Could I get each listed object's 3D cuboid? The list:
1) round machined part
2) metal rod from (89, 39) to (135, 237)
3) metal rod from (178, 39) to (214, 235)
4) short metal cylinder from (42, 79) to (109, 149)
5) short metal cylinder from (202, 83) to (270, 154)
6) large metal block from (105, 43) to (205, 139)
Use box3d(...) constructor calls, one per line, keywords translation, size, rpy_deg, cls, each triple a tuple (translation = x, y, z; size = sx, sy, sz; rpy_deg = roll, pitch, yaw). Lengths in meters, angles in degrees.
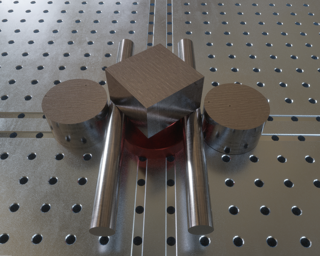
box3d(translation=(-0.007, -0.011, 0.406), size=(0.099, 0.042, 0.098), rpy_deg=(0, 50, 0), cls="round machined part")
box3d(translation=(-0.054, -0.015, 0.393), size=(0.025, 0.025, 0.300), rpy_deg=(0, 50, 0), cls="metal rod")
box3d(translation=(0.040, -0.016, 0.394), size=(0.025, 0.025, 0.300), rpy_deg=(0, 50, 0), cls="metal rod")
box3d(translation=(-0.107, -0.019, 0.407), size=(0.080, 0.050, 0.080), rpy_deg=(0, 50, 0), cls="short metal cylinder")
box3d(translation=(0.095, -0.013, 0.402), size=(0.080, 0.050, 0.080), rpy_deg=(0, 50, 0), cls="short metal cylinder")
box3d(translation=(-0.007, -0.047, 0.369), size=(0.081, 0.050, 0.080), rpy_deg=(-31, 57, -24), cls="large metal block")
